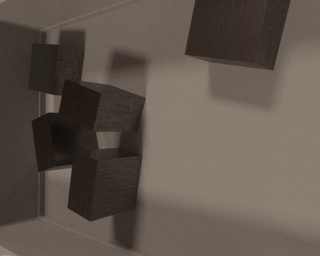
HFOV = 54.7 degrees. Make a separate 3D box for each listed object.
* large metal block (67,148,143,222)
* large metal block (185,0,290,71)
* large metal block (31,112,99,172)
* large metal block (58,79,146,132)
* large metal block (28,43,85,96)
[{"bbox_3d":[-0.075,0.074,0.431,0.050,0.081,0.079,14,99,39],"label":"large metal block"},{"bbox_3d":[0.080,-0.108,0.323,0.080,0.050,0.079,18,101,38],"label":"large metal block"},{"bbox_3d":[-0.147,0.022,0.490,0.050,0.081,0.080,-18,79,38],"label":"large metal block"},{"bbox_3d":[-0.081,-0.031,0.435,0.080,0.081,0.050,23,105,37],"label":"large metal block"},{"bbox_3d":[-0.180,-0.100,0.536,0.080,0.050,0.079,15,99,38],"label":"large metal block"}]
